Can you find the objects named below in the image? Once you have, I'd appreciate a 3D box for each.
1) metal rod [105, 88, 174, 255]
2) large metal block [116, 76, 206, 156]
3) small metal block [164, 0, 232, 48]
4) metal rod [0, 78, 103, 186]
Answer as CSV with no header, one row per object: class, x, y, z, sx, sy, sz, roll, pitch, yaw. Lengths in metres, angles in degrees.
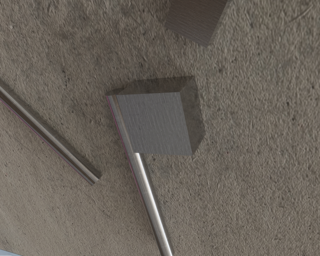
metal rod,-0.024,0.083,0.469,0.025,0.025,0.298,-1,118,28
large metal block,0.004,-0.015,0.378,0.080,0.050,0.080,0,119,27
small metal block,0.038,-0.117,0.313,0.050,0.025,0.050,29,128,9
metal rod,-0.212,-0.017,0.505,0.300,0.025,0.025,44,129,-3
